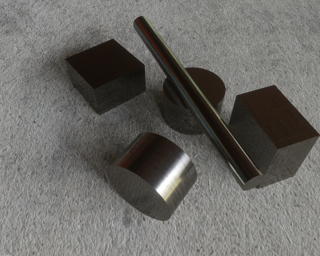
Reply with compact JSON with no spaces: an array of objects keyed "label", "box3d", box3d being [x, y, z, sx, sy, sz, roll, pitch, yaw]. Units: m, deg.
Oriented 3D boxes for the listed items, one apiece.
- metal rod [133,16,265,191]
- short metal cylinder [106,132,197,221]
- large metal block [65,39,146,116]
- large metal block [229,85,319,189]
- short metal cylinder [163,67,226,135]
[{"label":"metal rod","box3d":[0.030,-0.053,0.383,0.025,0.025,0.300,-18,52,-15]},{"label":"short metal cylinder","box3d":[-0.009,0.051,0.325,0.080,0.080,0.050,28,55,21]},{"label":"large metal block","box3d":[-0.078,-0.076,0.451,0.081,0.050,0.080,-31,57,-24]},{"label":"large metal block","box3d":[0.123,0.011,0.360,0.050,0.080,0.080,-16,52,-13]},{"label":"short metal cylinder","box3d":[0.044,-0.037,0.418,0.081,0.050,0.080,0,50,0]}]
